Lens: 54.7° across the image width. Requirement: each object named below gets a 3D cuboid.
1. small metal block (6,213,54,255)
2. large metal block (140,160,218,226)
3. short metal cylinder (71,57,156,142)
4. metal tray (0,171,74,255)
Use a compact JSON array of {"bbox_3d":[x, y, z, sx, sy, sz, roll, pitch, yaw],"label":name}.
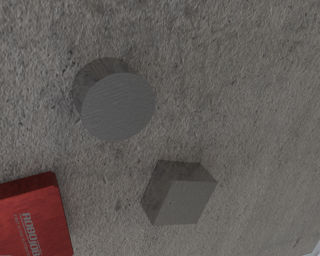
[{"bbox_3d":[-0.165,0.129,0.397,0.050,0.025,0.050,-13,124,-21],"label":"small metal block"},{"bbox_3d":[0.027,0.098,0.466,0.081,0.050,0.079,9,114,-32],"label":"large metal block"},{"bbox_3d":[-0.052,-0.032,0.343,0.081,0.050,0.079,-14,124,-21],"label":"short metal cylinder"},{"bbox_3d":[-0.163,0.122,0.381,0.091,0.030,0.129,-14,124,-21],"label":"metal tray"}]
